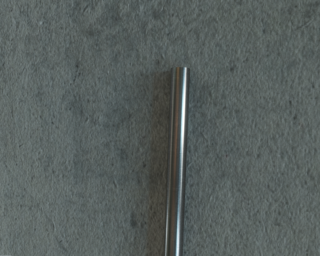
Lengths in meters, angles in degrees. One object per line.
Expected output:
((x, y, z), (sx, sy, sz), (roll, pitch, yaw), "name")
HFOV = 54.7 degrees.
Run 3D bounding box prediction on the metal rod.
((0.021, 0.073, 0.400), (0.025, 0.025, 0.298), (3, 91, 19), "metal rod")
